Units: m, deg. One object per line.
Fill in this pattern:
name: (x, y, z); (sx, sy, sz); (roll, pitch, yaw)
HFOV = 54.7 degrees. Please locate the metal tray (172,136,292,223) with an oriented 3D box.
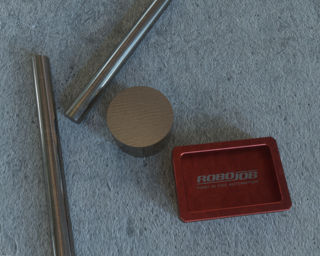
metal tray: (0.084, 0.063, 0.382); (0.131, 0.030, 0.090); (-6, 70, -3)

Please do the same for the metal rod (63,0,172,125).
metal rod: (-0.039, -0.132, 0.456); (0.025, 0.025, 0.300); (30, 72, 10)

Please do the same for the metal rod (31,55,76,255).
metal rod: (-0.136, 0.040, 0.392); (0.025, 0.025, 0.299); (-13, 71, -5)

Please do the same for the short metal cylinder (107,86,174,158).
short metal cylinder: (-0.024, -0.007, 0.397); (0.081, 0.050, 0.080); (0, 70, 0)
